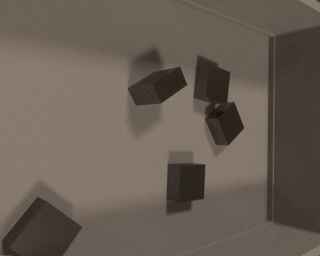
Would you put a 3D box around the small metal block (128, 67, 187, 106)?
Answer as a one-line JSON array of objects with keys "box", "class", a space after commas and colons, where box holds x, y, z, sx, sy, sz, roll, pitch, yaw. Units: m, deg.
[{"box": [-0.003, -0.052, 0.390, 0.050, 0.050, 0.025, -38, 114, -34], "class": "small metal block"}]

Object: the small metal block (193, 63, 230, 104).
[{"box": [0.080, -0.067, 0.476, 0.050, 0.025, 0.050, 11, 83, -40], "class": "small metal block"}]

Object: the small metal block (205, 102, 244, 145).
[{"box": [0.105, -0.007, 0.497, 0.050, 0.025, 0.050, -40, 115, -33], "class": "small metal block"}]

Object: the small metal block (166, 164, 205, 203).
[{"box": [0.037, 0.076, 0.441, 0.050, 0.025, 0.050, 4, 88, -40], "class": "small metal block"}]

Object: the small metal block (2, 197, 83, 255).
[{"box": [-0.116, 0.106, 0.311, 0.050, 0.025, 0.050, 49, 61, -29], "class": "small metal block"}]
